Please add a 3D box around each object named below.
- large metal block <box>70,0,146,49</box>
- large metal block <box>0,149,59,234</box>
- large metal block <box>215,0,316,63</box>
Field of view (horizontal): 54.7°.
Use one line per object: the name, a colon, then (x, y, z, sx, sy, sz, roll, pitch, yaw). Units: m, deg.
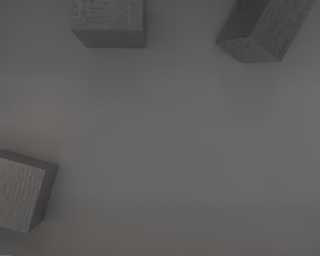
large metal block: (-0.059, -0.134, 0.383, 0.081, 0.080, 0.050, 1, 90, 0)
large metal block: (-0.187, 0.078, 0.397, 0.080, 0.050, 0.080, 16, 90, 0)
large metal block: (0.124, -0.128, 0.378, 0.050, 0.080, 0.080, 30, 90, -20)
